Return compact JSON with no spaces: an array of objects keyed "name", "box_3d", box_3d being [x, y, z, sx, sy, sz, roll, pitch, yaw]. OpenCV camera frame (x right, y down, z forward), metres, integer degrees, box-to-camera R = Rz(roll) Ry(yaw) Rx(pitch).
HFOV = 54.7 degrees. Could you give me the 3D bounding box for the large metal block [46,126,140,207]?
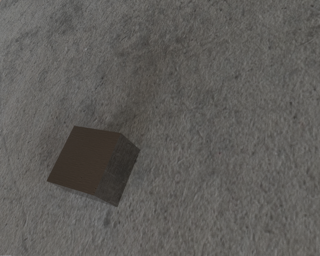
[{"name":"large metal block","box_3d":[-0.084,0.048,0.401,0.080,0.050,0.080,8,65,31]}]
